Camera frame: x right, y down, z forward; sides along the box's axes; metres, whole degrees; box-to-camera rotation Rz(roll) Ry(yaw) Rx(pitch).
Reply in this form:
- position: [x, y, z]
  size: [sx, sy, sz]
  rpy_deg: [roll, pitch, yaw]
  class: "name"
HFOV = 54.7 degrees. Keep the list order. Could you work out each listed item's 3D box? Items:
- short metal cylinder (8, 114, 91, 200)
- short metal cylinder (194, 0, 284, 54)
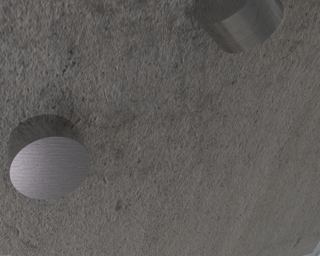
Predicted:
- position: [-0.123, 0.032, 0.343]
  size: [0.081, 0.050, 0.079]
  rpy_deg: [-14, 124, -21]
  class: "short metal cylinder"
- position: [0.085, -0.129, 0.337]
  size: [0.080, 0.080, 0.050]
  rpy_deg: [-49, 129, 6]
  class: "short metal cylinder"
